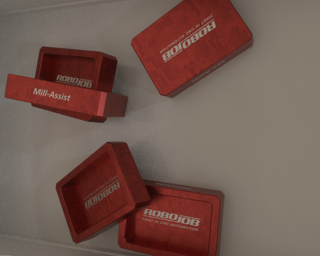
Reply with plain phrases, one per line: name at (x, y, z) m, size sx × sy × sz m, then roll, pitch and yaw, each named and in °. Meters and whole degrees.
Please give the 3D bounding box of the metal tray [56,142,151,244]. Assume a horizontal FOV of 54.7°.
metal tray at (-0.081, 0.087, 0.412) m, size 0.130 × 0.030 × 0.090 m, roll -37°, pitch 68°, yaw 30°

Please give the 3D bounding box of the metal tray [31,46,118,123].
metal tray at (-0.124, -0.063, 0.435) m, size 0.130 × 0.030 × 0.089 m, roll 14°, pitch 95°, yaw 33°

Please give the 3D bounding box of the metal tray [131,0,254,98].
metal tray at (0.039, -0.109, 0.394) m, size 0.130 × 0.030 × 0.090 m, roll -32°, pitch 80°, yaw 17°

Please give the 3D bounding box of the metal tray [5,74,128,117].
metal tray at (-0.118, -0.041, 0.408) m, size 0.131 × 0.090 × 0.030 m, roll 11°, pitch 94°, yaw 11°

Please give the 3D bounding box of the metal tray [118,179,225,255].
metal tray at (0.013, 0.120, 0.403) m, size 0.130 × 0.030 × 0.089 m, roll 5°, pitch 92°, yaw 19°
